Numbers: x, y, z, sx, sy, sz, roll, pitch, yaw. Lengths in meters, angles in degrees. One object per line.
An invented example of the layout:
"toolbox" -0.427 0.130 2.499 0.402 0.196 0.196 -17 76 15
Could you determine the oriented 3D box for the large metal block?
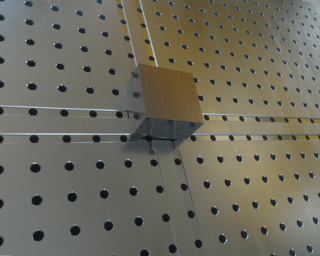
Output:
"large metal block" 0.004 -0.033 0.414 0.081 0.050 0.080 5 59 -26
